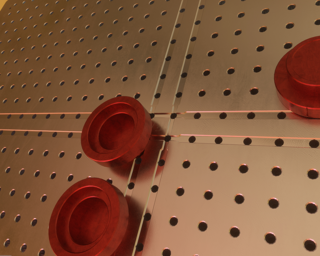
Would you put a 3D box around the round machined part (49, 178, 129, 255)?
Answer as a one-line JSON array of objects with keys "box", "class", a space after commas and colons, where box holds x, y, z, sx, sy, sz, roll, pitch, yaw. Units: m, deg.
[{"box": [-0.080, 0.113, 0.371, 0.098, 0.042, 0.098, -13, 56, 21], "class": "round machined part"}]

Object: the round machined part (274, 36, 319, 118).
[{"box": [0.178, -0.063, 0.343, 0.098, 0.042, 0.098, -13, 56, 21], "class": "round machined part"}]

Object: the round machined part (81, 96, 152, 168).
[{"box": [-0.055, 0.009, 0.422, 0.098, 0.042, 0.098, -13, 56, 21], "class": "round machined part"}]
